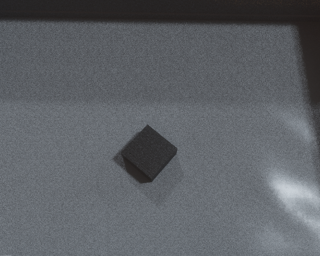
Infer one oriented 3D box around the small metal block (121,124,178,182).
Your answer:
[{"bbox_3d":[-0.013,0.032,0.398,0.050,0.025,0.050,39,74,12],"label":"small metal block"}]
